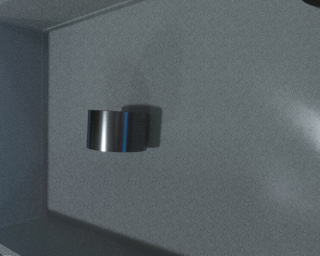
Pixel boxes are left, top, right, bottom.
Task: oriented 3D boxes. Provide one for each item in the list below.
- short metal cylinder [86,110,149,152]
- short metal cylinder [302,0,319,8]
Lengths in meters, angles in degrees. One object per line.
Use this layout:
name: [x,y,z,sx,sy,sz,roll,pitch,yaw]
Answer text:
short metal cylinder: [-0.057,0.002,0.418,0.080,0.081,0.050,6,94,40]
short metal cylinder: [0.156,-0.133,0.248,0.080,0.050,0.080,0,90,56]
